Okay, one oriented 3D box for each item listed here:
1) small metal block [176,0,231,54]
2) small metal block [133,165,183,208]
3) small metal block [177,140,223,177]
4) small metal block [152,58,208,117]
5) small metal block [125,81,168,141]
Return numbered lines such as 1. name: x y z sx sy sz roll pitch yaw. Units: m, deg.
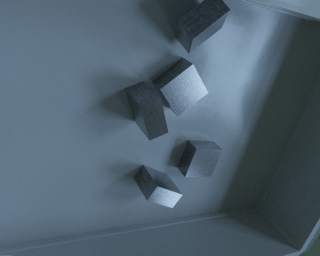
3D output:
1. small metal block: 0.046 -0.115 0.346 0.050 0.050 0.025 -39 87 -2
2. small metal block: -0.003 0.084 0.444 0.050 0.050 0.025 27 103 -38
3. small metal block: 0.061 0.047 0.473 0.050 0.025 0.050 5 116 -31
4. small metal block: 0.026 -0.051 0.393 0.050 0.025 0.050 -38 130 -3
5. small metal block: -0.016 -0.021 0.372 0.025 0.050 0.050 -24 128 -14
